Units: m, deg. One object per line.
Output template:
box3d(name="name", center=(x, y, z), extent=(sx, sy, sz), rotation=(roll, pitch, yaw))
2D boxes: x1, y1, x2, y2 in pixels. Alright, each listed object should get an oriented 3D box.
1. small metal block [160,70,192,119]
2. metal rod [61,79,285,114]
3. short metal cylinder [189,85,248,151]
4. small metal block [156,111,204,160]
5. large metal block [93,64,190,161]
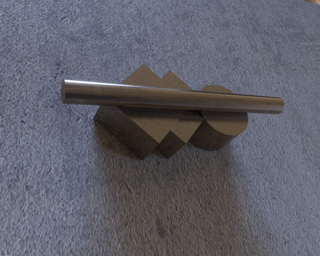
box3d(name="small metal block", center=(0.015, -0.042, 0.424), extent=(0.050, 0.050, 0.025), rotation=(41, 51, -1))
box3d(name="metal rod", center=(0.037, -0.034, 0.379), extent=(0.303, 0.025, 0.025), rotation=(1, 62, -28))
box3d(name="short metal cylinder", center=(0.076, -0.014, 0.437), extent=(0.081, 0.050, 0.080), rotation=(14, 56, -21))
box3d(name="small metal block", center=(0.023, 0.007, 0.399), extent=(0.025, 0.050, 0.050), rotation=(41, 51, -1))
box3d(name="large metal block", center=(-0.021, -0.021, 0.388), extent=(0.080, 0.050, 0.080), rotation=(41, 51, -1))
